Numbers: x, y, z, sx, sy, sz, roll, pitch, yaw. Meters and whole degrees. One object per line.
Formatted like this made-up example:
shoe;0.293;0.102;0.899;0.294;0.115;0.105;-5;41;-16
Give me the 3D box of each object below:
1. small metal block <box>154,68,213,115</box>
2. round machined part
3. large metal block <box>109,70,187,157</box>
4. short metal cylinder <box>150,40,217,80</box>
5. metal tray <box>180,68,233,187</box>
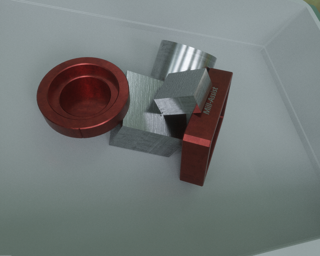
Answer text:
small metal block;0.028;-0.042;0.364;0.025;0.050;0.050;61;41;-36
round machined part;-0.083;-0.030;0.352;0.099;0.042;0.098;1;59;-2
large metal block;-0.014;-0.016;0.391;0.081;0.050;0.080;14;56;-21
short metal cylinder;0.032;-0.085;0.431;0.081;0.080;0.050;15;100;-20
metal tray;0.060;-0.003;0.396;0.030;0.089;0.130;15;50;13
